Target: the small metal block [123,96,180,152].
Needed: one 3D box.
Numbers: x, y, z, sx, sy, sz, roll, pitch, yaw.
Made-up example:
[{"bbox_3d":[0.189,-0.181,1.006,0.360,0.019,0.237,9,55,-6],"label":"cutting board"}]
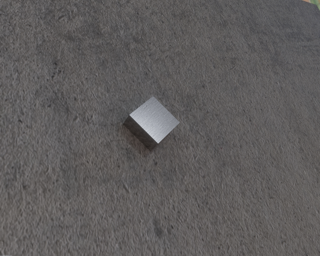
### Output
[{"bbox_3d":[-0.011,-0.006,0.405,0.050,0.025,0.050,45,51,3],"label":"small metal block"}]
